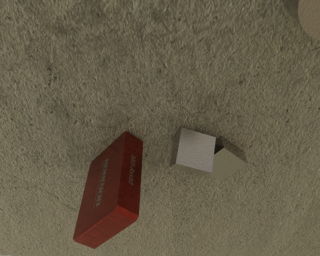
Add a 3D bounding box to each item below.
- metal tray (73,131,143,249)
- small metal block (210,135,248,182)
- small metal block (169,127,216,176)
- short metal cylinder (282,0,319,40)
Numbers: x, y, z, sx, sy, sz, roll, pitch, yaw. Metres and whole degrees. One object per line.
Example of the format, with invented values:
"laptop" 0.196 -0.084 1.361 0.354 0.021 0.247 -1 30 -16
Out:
"metal tray" -0.064 0.076 0.402 0.030 0.130 0.090 34 122 -26
"small metal block" 0.088 0.045 0.446 0.050 0.025 0.050 33 122 -26
"small metal block" 0.044 0.032 0.415 0.050 0.050 0.025 16 157 -13
"short metal cylinder" 0.160 -0.127 0.284 0.081 0.050 0.079 0 130 0
